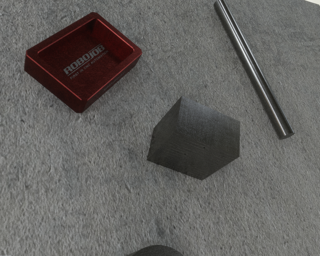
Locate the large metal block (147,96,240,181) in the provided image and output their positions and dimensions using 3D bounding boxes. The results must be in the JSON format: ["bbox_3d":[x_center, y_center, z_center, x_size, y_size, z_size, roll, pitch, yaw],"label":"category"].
[{"bbox_3d":[0.040,0.016,0.380,0.080,0.080,0.050,22,54,-15],"label":"large metal block"}]

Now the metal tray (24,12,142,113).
[{"bbox_3d":[-0.095,-0.090,0.404,0.090,0.030,0.131,40,51,-1],"label":"metal tray"}]

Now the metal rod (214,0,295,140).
[{"bbox_3d":[0.164,-0.118,0.563,0.025,0.025,0.299,-5,64,-31],"label":"metal rod"}]

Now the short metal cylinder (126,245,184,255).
[{"bbox_3d":[-0.010,0.155,0.288,0.081,0.050,0.080,14,56,-21],"label":"short metal cylinder"}]
